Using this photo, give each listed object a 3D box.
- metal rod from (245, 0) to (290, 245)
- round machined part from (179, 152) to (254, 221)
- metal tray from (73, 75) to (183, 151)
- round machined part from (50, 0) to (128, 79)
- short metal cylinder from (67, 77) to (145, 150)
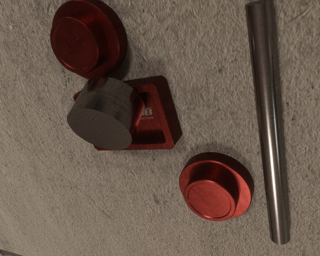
[{"bbox_3d":[0.126,0.015,0.349,0.025,0.025,0.298,0,119,28],"label":"metal rod"},{"bbox_3d":[0.071,0.084,0.409,0.098,0.042,0.097,13,124,20],"label":"round machined part"},{"bbox_3d":[-0.044,-0.016,0.415,0.130,0.030,0.089,-3,117,29],"label":"metal tray"},{"bbox_3d":[-0.093,-0.105,0.378,0.098,0.042,0.097,13,124,20],"label":"round machined part"},{"bbox_3d":[-0.065,-0.016,0.379,0.080,0.050,0.080,13,146,9],"label":"short metal cylinder"}]
